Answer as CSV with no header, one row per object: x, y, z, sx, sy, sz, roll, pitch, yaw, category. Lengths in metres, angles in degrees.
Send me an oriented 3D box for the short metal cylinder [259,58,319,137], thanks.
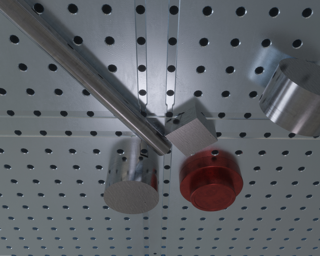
0.160,-0.036,0.347,0.081,0.080,0.050,10,129,-9,short metal cylinder

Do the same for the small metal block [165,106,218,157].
0.042,0.006,0.417,0.050,0.025,0.050,-31,124,23,small metal block

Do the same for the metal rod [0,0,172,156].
-0.086,-0.061,0.358,0.025,0.025,0.300,-31,124,23,metal rod

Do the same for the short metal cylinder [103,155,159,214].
-0.041,0.086,0.468,0.081,0.050,0.079,0,130,0,short metal cylinder

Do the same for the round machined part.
0.080,0.093,0.481,0.099,0.042,0.097,0,130,0,round machined part
